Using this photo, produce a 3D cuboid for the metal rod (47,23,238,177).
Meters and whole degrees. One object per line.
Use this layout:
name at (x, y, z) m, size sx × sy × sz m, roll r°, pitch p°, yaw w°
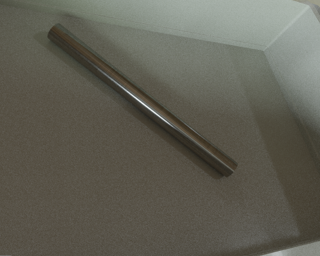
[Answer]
metal rod at (-0.021, -0.035, 0.415) m, size 0.300 × 0.025 × 0.025 m, roll 38°, pitch 51°, yaw -3°
